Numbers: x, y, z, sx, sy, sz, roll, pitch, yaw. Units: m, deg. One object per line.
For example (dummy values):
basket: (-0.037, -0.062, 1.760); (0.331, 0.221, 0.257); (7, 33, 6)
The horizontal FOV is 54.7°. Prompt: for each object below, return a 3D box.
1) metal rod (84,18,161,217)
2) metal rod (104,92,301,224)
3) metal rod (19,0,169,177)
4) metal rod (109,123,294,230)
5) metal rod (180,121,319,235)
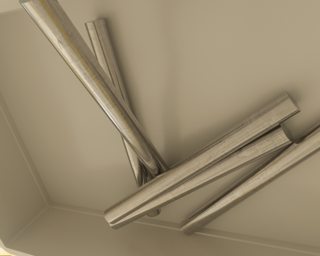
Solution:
metal rod: (-0.044, 0.003, 0.431); (0.025, 0.025, 0.298); (0, 119, 28)
metal rod: (0.033, 0.052, 0.390); (0.299, 0.025, 0.025); (-37, 98, 28)
metal rod: (-0.044, -0.013, 0.344); (0.025, 0.025, 0.299); (2, 144, 27)
metal rod: (0.034, 0.077, 0.416); (0.299, 0.025, 0.025); (-35, 99, 31)
metal rod: (0.118, 0.067, 0.387); (0.025, 0.025, 0.298); (41, 129, 0)
